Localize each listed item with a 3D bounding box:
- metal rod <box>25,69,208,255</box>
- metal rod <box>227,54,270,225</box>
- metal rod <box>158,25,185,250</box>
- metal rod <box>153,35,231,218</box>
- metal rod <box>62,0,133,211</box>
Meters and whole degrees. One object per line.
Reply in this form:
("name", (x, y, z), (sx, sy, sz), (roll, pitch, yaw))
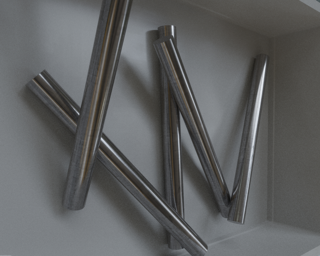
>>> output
("metal rod", (-0.035, 0.057, 0.360), (0.300, 0.025, 0.025), (51, 60, -22))
("metal rod", (0.151, 0.006, 0.515), (0.025, 0.025, 0.299), (32, 64, -36))
("metal rod", (0.016, 0.014, 0.422), (0.025, 0.025, 0.298), (-5, 93, -40))
("metal rod", (0.057, 0.017, 0.433), (0.025, 0.025, 0.299), (-43, 123, -32))
("metal rod", (-0.053, -0.054, 0.285), (0.025, 0.025, 0.298), (0, 115, -40))
